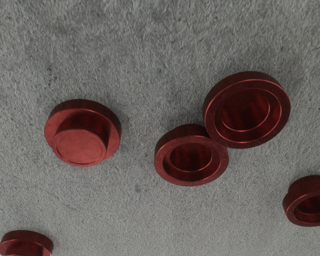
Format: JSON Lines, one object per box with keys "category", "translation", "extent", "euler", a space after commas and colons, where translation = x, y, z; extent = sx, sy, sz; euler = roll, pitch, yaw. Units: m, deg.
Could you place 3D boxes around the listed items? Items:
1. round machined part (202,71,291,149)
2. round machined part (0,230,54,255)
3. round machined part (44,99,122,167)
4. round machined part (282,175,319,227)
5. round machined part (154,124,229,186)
{"category": "round machined part", "translation": [0.100, -0.025, 0.373], "extent": [0.099, 0.042, 0.097], "euler": [-1, 127, -1]}
{"category": "round machined part", "translation": [-0.262, 0.243, 0.600], "extent": [0.099, 0.042, 0.097], "euler": [0, 130, 0]}
{"category": "round machined part", "translation": [-0.102, 0.014, 0.407], "extent": [0.099, 0.042, 0.097], "euler": [0, 130, 0]}
{"category": "round machined part", "translation": [0.246, 0.113, 0.494], "extent": [0.099, 0.042, 0.097], "euler": [0, 130, 0]}
{"category": "round machined part", "translation": [0.042, 0.033, 0.424], "extent": [0.099, 0.042, 0.097], "euler": [0, 130, 0]}
